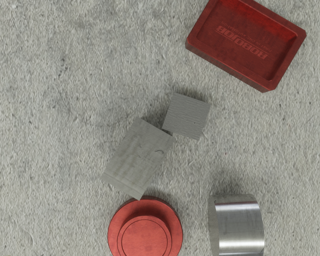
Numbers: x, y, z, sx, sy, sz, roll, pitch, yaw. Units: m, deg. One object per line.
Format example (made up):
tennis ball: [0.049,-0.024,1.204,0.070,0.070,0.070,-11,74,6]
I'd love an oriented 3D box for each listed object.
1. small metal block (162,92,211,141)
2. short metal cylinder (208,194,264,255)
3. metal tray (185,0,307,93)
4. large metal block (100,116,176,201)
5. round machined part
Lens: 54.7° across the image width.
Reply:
small metal block: [0.034,-0.015,0.410,0.050,0.025,0.050,19,90,-1]
short metal cylinder: [0.091,0.123,0.384,0.050,0.080,0.079,-2,90,0]
metal tray: [0.111,-0.116,0.408,0.130,0.030,0.090,30,90,-1]
large metal block: [-0.025,0.033,0.382,0.050,0.080,0.080,30,90,-1]
round machined part: [-0.019,0.141,0.401,0.099,0.042,0.097,0,90,-1]
